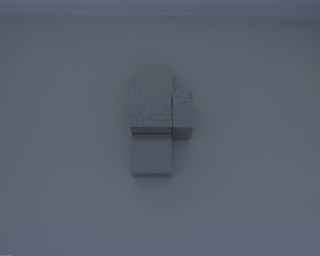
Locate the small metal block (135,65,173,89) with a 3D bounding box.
[{"bbox_3d":[-0.008,-0.059,0.429,0.050,0.025,0.050,0,70,0],"label":"small metal block"}]

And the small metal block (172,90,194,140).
[{"bbox_3d":[0.028,-0.016,0.400,0.025,0.050,0.050,0,70,0],"label":"small metal block"}]

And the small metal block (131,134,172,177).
[{"bbox_3d":[-0.010,0.035,0.395,0.050,0.025,0.050,0,70,0],"label":"small metal block"}]

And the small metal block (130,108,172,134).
[{"bbox_3d":[-0.011,-0.005,0.396,0.050,0.050,0.025,0,70,0],"label":"small metal block"}]

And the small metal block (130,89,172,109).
[{"bbox_3d":[-0.011,-0.028,0.405,0.050,0.050,0.025,0,70,0],"label":"small metal block"}]
